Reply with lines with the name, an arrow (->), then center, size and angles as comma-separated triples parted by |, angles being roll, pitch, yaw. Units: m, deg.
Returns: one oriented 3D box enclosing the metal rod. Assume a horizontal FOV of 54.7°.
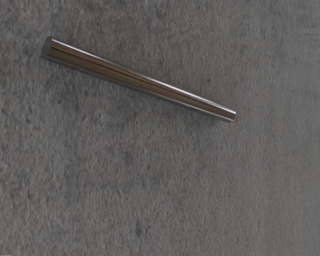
metal rod -> -0.001, -0.050, 0.405 | 0.302, 0.025, 0.025 | 15, 81, -39
